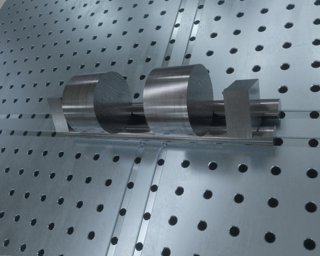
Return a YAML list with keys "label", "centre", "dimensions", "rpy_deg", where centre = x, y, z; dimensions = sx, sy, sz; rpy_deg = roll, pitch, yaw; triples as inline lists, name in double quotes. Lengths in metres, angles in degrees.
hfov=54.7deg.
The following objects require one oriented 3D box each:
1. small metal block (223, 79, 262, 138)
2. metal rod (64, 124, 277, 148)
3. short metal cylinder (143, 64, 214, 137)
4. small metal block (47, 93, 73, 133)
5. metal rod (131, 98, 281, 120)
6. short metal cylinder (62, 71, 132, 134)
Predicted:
- label: "small metal block"
  centre: [0.089, -0.022, 0.329]
  dimensions: [0.025, 0.050, 0.050]
  rpy_deg: [0, 21, 29]
- label: "metal rod"
  centre: [-0.007, 0.007, 0.408]
  dimensions: [0.300, 0.025, 0.025]
  rpy_deg: [1, 62, 28]
- label: "short metal cylinder"
  centre: [0.023, -0.030, 0.351]
  dimensions: [0.050, 0.080, 0.080]
  rpy_deg: [1, 62, 29]
- label: "small metal block"
  centre: [-0.129, -0.026, 0.447]
  dimensions: [0.025, 0.050, 0.050]
  rpy_deg: [1, 20, 29]
- label: "metal rod"
  centre: [0.003, -0.024, 0.421]
  dimensions: [0.300, 0.025, 0.025]
  rpy_deg: [1, 62, 28]
- label: "short metal cylinder"
  centre: [-0.080, -0.032, 0.407]
  dimensions: [0.050, 0.080, 0.080]
  rpy_deg: [1, 62, 29]
